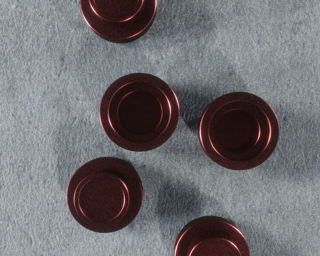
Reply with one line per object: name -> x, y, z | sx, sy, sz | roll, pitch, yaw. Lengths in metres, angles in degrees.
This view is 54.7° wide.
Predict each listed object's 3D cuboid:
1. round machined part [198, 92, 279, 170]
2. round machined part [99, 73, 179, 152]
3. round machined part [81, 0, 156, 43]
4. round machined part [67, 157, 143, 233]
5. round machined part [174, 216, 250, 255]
round machined part -> 0.098, 0.004, 0.403 | 0.099, 0.042, 0.097 | 0, 90, -1
round machined part -> -0.025, -0.020, 0.401 | 0.099, 0.042, 0.097 | 0, 90, -1
round machined part -> -0.054, -0.164, 0.401 | 0.099, 0.042, 0.097 | 0, 90, -1
round machined part -> -0.072, 0.088, 0.401 | 0.099, 0.042, 0.097 | 0, 90, -1
round machined part -> 0.069, 0.169, 0.403 | 0.099, 0.042, 0.097 | 0, 90, -1
